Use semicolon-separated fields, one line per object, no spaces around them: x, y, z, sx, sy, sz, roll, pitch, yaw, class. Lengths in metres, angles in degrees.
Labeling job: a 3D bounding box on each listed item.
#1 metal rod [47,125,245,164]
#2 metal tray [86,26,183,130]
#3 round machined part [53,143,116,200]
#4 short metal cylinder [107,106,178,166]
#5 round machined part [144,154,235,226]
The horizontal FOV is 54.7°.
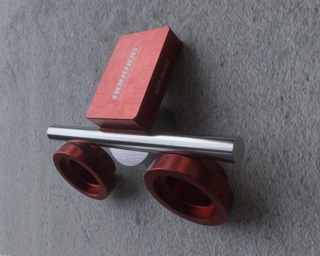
-0.044;0.014;0.377;0.300;0.025;0.025;3;92;39;metal rod
-0.033;-0.062;0.393;0.090;0.030;0.130;3;66;39;metal tray
-0.105;0.058;0.459;0.098;0.042;0.097;22;140;20;round machined part
-0.024;0.008;0.408;0.080;0.050;0.079;0;90;39;short metal cylinder
0.035;0.061;0.342;0.098;0.042;0.097;22;144;18;round machined part
